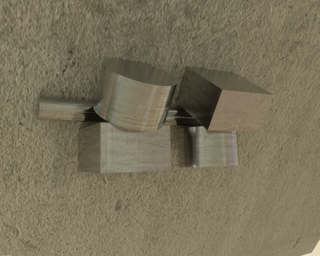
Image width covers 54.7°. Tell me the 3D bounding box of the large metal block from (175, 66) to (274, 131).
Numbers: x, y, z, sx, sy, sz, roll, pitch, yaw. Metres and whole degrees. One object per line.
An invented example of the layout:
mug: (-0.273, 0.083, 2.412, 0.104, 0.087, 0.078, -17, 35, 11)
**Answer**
large metal block: (0.079, -0.038, 0.392, 0.081, 0.080, 0.050, 1, 118, -29)

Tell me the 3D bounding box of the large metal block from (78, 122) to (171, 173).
large metal block: (-0.043, 0.024, 0.356, 0.081, 0.080, 0.050, 2, 83, -30)

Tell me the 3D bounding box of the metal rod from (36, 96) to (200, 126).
metal rod: (0.002, -0.016, 0.402, 0.303, 0.025, 0.025, 2, 118, -30)

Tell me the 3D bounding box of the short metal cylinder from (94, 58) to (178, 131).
short metal cylinder: (-0.027, -0.038, 0.334, 0.081, 0.080, 0.050, 3, 117, -30)

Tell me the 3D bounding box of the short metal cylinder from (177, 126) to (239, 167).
short metal cylinder: (0.064, 0.026, 0.416, 0.081, 0.080, 0.050, 2, 83, -29)
